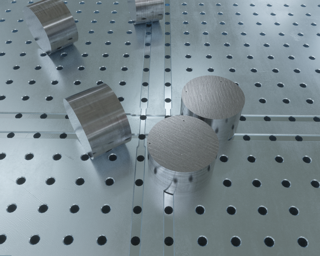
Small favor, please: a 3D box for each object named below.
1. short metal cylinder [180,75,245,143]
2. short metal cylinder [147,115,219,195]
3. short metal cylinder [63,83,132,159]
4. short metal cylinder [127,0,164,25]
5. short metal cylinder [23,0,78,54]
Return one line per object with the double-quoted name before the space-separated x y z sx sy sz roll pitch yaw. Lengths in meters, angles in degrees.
"short metal cylinder" 0.068 -0.025 0.413 0.081 0.050 0.080 0 50 0
"short metal cylinder" 0.026 0.031 0.366 0.081 0.050 0.080 0 50 0
"short metal cylinder" -0.077 -0.009 0.378 0.050 0.080 0.080 -26 55 -21
"short metal cylinder" -0.029 -0.236 0.570 0.050 0.080 0.080 -13 51 -11
"short metal cylinder" -0.180 -0.169 0.512 0.050 0.080 0.080 -35 58 -26
